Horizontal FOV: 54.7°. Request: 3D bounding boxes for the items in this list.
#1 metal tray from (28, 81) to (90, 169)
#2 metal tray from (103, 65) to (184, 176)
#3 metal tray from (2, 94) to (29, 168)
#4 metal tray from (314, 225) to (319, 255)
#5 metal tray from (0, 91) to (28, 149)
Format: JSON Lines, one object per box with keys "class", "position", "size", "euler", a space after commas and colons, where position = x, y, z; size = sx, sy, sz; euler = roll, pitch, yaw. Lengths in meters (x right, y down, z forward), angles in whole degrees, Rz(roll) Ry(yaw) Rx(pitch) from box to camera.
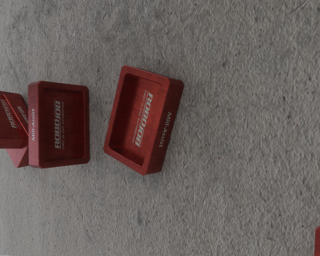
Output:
{"class": "metal tray", "position": [-0.159, -0.005, 0.493], "size": [0.030, 0.091, 0.129], "euler": [-2, 89, 40]}
{"class": "metal tray", "position": [-0.026, -0.012, 0.422], "size": [0.090, 0.030, 0.129], "euler": [24, 105, 37]}
{"class": "metal tray", "position": [-0.292, 0.004, 0.632], "size": [0.130, 0.030, 0.090], "euler": [51, 123, 21]}
{"class": "metal tray", "position": [0.194, 0.131, 0.241], "size": [0.130, 0.030, 0.089], "euler": [4, 92, 40]}
{"class": "metal tray", "position": [-0.301, -0.018, 0.609], "size": [0.030, 0.091, 0.130], "euler": [-47, 62, 24]}
